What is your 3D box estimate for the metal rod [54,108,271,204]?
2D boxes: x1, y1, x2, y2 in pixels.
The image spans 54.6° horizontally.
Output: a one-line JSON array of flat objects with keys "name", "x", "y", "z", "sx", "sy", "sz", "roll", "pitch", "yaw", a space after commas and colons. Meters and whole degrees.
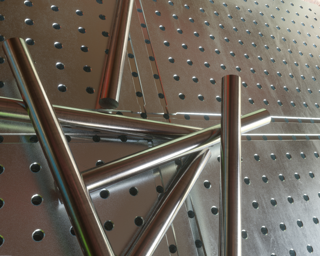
[{"name": "metal rod", "x": 0.024, "y": 0.024, "z": 0.383, "sx": 0.302, "sy": 0.025, "sz": 0.025, "roll": -18, "pitch": 71, "yaw": -28}]

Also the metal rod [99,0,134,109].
[{"name": "metal rod", "x": -0.058, "y": -0.157, "z": 0.472, "sx": 0.025, "sy": 0.025, "sz": 0.300, "roll": 16, "pitch": 55, "yaw": -19}]

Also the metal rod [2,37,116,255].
[{"name": "metal rod", "x": -0.094, "y": 0.035, "z": 0.301, "sx": 0.025, "sy": 0.025, "sz": 0.299, "roll": -16, "pitch": 70, "yaw": -34}]

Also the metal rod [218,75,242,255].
[{"name": "metal rod", "x": 0.082, "y": 0.076, "z": 0.363, "sx": 0.025, "sy": 0.025, "sz": 0.299, "roll": 13, "pitch": 69, "yaw": -21}]

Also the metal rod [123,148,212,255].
[{"name": "metal rod", "x": -0.016, "y": 0.123, "z": 0.324, "sx": 0.025, "sy": 0.025, "sz": 0.301, "roll": 40, "pitch": 51, "yaw": -1}]

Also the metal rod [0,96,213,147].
[{"name": "metal rod", "x": -0.063, "y": -0.006, "z": 0.377, "sx": 0.302, "sy": 0.025, "sz": 0.025, "roll": 8, "pitch": 58, "yaw": -24}]
